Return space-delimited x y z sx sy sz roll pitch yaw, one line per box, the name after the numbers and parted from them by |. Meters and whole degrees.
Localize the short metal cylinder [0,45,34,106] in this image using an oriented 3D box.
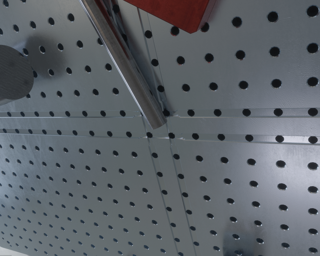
-0.236 -0.075 0.454 0.050 0.080 0.080 -12 113 33 | short metal cylinder

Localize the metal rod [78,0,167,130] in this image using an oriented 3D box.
-0.070 -0.130 0.367 0.025 0.025 0.299 -17 110 35 | metal rod

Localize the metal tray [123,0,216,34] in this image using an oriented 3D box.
-0.001 -0.164 0.307 0.130 0.030 0.089 29 128 9 | metal tray
